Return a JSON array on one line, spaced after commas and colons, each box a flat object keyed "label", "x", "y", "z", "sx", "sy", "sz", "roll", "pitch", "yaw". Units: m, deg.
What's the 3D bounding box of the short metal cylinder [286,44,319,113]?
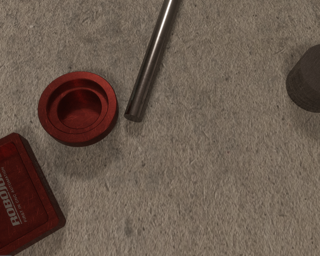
[{"label": "short metal cylinder", "x": 0.222, "y": -0.067, "z": 0.422, "sx": 0.081, "sy": 0.050, "sz": 0.080, "roll": 0, "pitch": 70, "yaw": 0}]

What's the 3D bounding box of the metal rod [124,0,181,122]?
[{"label": "metal rod", "x": 0.005, "y": -0.148, "z": 0.462, "sx": 0.025, "sy": 0.025, "sz": 0.299, "roll": 15, "pitch": 70, "yaw": 5}]

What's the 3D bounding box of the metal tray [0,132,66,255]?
[{"label": "metal tray", "x": -0.184, "y": 0.081, "z": 0.373, "sx": 0.090, "sy": 0.030, "sz": 0.130, "roll": -29, "pitch": 73, "yaw": -11}]

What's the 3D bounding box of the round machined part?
[{"label": "round machined part", "x": -0.103, "y": -0.022, "z": 0.406, "sx": 0.099, "sy": 0.042, "sz": 0.098, "roll": 0, "pitch": 70, "yaw": -1}]
